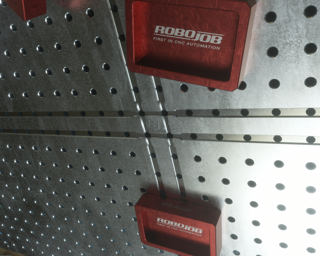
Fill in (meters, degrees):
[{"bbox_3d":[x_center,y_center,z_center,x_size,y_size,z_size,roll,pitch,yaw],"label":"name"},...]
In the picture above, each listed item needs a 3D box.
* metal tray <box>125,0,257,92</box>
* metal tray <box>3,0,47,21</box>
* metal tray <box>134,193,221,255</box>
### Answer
[{"bbox_3d":[0.028,-0.097,0.332,0.130,0.030,0.089,14,124,19],"label":"metal tray"},{"bbox_3d":[-0.165,-0.196,0.336,0.090,0.030,0.129,45,148,12],"label":"metal tray"},{"bbox_3d":[0.029,0.158,0.488,0.130,0.030,0.089,8,122,24],"label":"metal tray"}]
